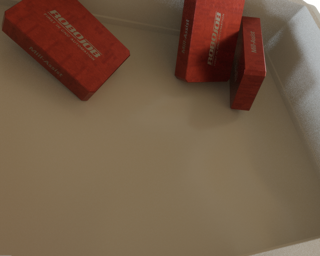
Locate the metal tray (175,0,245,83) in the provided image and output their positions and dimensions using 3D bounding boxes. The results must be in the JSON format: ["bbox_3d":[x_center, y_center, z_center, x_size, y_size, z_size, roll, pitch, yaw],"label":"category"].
[{"bbox_3d":[0.075,-0.137,0.472,0.091,0.129,0.030,-6,24,-32],"label":"metal tray"}]

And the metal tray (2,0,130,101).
[{"bbox_3d":[-0.113,-0.109,0.388,0.130,0.030,0.090,43,55,-13],"label":"metal tray"}]

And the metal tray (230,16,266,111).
[{"bbox_3d":[0.138,-0.104,0.501,0.030,0.090,0.130,7,56,2],"label":"metal tray"}]
